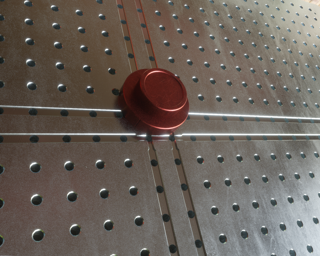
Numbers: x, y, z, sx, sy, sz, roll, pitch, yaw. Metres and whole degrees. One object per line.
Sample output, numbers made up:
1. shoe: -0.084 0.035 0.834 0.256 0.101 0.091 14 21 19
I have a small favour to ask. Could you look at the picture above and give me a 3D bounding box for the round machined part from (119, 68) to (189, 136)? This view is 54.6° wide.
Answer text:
1. round machined part: -0.003 -0.042 0.421 0.099 0.042 0.098 13 56 -21
